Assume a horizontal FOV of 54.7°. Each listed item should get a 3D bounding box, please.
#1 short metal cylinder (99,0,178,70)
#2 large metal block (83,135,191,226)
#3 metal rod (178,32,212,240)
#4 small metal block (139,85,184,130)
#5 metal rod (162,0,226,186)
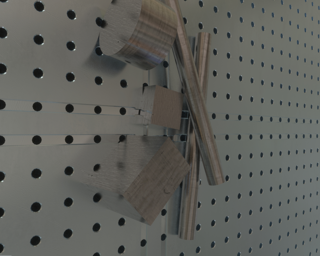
[{"bbox_3d":[-0.026,-0.112,0.353,0.050,0.080,0.080,16,80,-39],"label":"short metal cylinder"},{"bbox_3d":[-0.026,0.054,0.354,0.080,0.080,0.050,-50,120,-28],"label":"large metal block"},{"bbox_3d":[0.052,0.009,0.454,0.025,0.025,0.298,9,84,-40],"label":"metal rod"},{"bbox_3d":[0.003,-0.026,0.413,0.050,0.025,0.050,12,82,-40],"label":"small metal block"},{"bbox_3d":[0.041,-0.067,0.424,0.025,0.025,0.298,-19,96,-39],"label":"metal rod"}]
